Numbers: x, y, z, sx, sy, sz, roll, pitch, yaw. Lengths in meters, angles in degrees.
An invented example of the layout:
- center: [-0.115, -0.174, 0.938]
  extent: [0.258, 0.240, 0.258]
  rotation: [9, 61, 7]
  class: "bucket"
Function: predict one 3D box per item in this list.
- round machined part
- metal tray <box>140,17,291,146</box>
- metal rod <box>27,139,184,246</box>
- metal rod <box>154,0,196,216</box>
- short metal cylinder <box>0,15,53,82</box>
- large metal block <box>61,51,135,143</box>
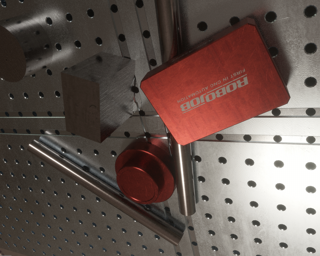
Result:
- center: [-0.024, 0.073, 0.457]
  extent: [0.098, 0.042, 0.097]
  rotation: [13, 124, 20]
  class: "round machined part"
- center: [0.056, -0.044, 0.330]
  extent: [0.130, 0.030, 0.090]
  rotation: [-25, 111, 25]
  class: "metal tray"
- center: [-0.096, 0.106, 0.524]
  extent: [0.301, 0.025, 0.025]
  rotation: [31, 128, 8]
  class: "metal rod"
- center: [0.024, -0.007, 0.392]
  extent: [0.025, 0.025, 0.298]
  rotation: [6, 122, 24]
  class: "metal rod"
- center: [-0.199, -0.110, 0.429]
  extent: [0.080, 0.050, 0.079]
  rotation: [13, 124, 20]
  class: "short metal cylinder"
- center: [-0.074, -0.041, 0.388]
  extent: [0.050, 0.080, 0.079]
  rotation: [18, 126, 17]
  class: "large metal block"
